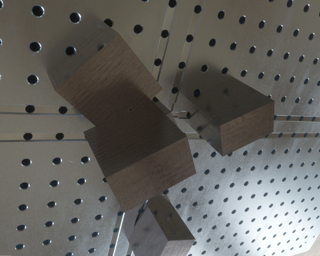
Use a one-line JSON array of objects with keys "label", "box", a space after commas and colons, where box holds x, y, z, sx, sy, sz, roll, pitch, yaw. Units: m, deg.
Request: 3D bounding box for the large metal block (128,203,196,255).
[{"label": "large metal block", "box": [0.000, 0.176, 0.486, 0.050, 0.080, 0.079, 11, 113, -34]}]

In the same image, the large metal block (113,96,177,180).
[{"label": "large metal block", "box": [-0.017, 0.018, 0.399, 0.080, 0.050, 0.080, -32, 129, -8]}]

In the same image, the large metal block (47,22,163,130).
[{"label": "large metal block", "box": [-0.058, -0.051, 0.333, 0.080, 0.050, 0.080, -42, 130, 0]}]

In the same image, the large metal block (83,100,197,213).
[{"label": "large metal block", "box": [-0.022, 0.025, 0.315, 0.080, 0.080, 0.050, -27, 128, -12]}]

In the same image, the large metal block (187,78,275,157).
[{"label": "large metal block", "box": [0.094, -0.018, 0.418, 0.081, 0.080, 0.050, -23, 127, -15]}]
